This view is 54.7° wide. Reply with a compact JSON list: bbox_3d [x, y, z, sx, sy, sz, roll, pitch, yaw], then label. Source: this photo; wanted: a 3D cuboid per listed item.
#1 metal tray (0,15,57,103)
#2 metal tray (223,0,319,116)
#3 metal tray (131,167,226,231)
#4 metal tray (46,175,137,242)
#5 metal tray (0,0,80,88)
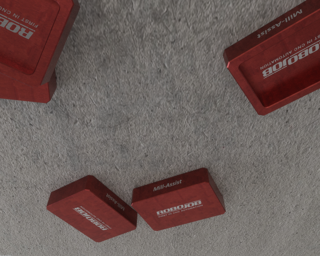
[{"bbox_3d":[-0.186,-0.077,0.336,0.131,0.030,0.089,6,130,-5],"label":"metal tray"},{"bbox_3d":[0.148,-0.078,0.338,0.130,0.030,0.090,-29,125,22],"label":"metal tray"},{"bbox_3d":[0.031,0.120,0.506,0.130,0.030,0.090,-20,128,16],"label":"metal tray"},{"bbox_3d":[-0.111,0.140,0.522,0.090,0.030,0.130,-26,126,20],"label":"metal tray"},{"bbox_3d":[-0.152,-0.105,0.280,0.131,0.030,0.090,25,103,-11],"label":"metal tray"}]
